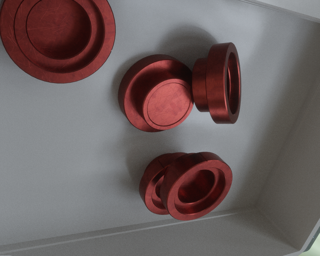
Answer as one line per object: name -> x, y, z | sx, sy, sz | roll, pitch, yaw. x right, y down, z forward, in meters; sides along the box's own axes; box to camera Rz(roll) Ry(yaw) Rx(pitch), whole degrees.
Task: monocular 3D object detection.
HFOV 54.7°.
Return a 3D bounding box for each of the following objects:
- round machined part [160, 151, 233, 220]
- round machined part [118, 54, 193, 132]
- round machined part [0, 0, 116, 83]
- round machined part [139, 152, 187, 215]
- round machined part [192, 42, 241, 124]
round machined part -> 0.044, 0.072, 0.414 | 0.099, 0.042, 0.097 | -14, 124, -21
round machined part -> 0.003, -0.036, 0.378 | 0.099, 0.042, 0.097 | -14, 125, -21
round machined part -> -0.095, -0.094, 0.288 | 0.099, 0.042, 0.097 | -14, 125, -21
round machined part -> 0.015, 0.076, 0.455 | 0.099, 0.042, 0.097 | -14, 124, -21
round machined part -> 0.070, -0.054, 0.383 | 0.098, 0.042, 0.097 | 0, 90, -65
